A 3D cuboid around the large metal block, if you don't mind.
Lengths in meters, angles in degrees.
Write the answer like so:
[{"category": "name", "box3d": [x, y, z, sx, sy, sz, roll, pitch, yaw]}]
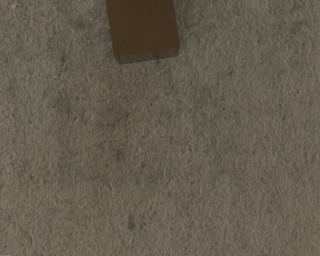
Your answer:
[{"category": "large metal block", "box3d": [-0.021, -0.131, 0.397, 0.081, 0.050, 0.080, -8, 90, -1]}]
